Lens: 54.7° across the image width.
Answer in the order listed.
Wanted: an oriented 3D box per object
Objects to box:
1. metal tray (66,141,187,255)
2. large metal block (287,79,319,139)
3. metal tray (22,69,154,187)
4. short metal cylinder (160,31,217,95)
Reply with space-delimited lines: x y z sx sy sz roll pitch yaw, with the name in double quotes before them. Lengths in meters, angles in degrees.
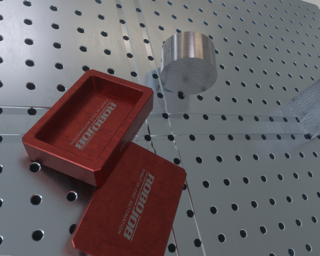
"metal tray" -0.030 0.085 0.337 0.090 0.030 0.130 29 52 -10
"large metal block" 0.294 -0.038 0.554 0.050 0.080 0.080 -13 69 -34
"metal tray" -0.073 -0.007 0.347 0.090 0.030 0.130 20 50 13
"short metal cylinder" 0.041 -0.092 0.451 0.081 0.080 0.050 15 56 -20
